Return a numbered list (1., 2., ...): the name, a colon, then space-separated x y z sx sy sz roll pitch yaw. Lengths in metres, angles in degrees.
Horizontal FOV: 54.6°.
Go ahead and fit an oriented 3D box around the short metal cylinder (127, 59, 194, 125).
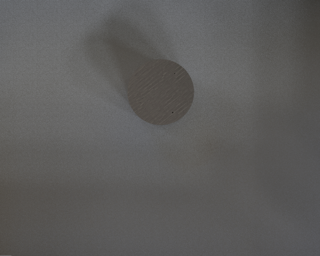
1. short metal cylinder: 0.001 -0.044 0.399 0.080 0.050 0.080 0 90 0
